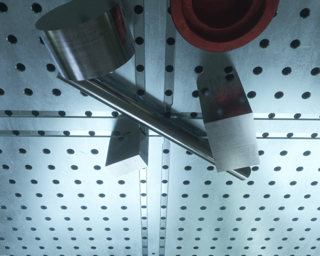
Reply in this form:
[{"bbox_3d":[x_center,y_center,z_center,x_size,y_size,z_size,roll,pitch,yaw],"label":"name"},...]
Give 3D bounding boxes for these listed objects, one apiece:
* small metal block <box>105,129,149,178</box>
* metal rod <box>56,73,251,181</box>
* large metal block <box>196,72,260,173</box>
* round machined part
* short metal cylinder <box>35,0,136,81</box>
[{"bbox_3d":[-0.044,0.035,0.424,0.050,0.050,0.025,-20,127,16],"label":"small metal block"},{"bbox_3d":[0.009,0.000,0.411,0.301,0.025,0.025,30,124,-23],"label":"metal rod"},{"bbox_3d":[0.081,-0.007,0.371,0.050,0.080,0.080,-13,129,10],"label":"large metal block"},{"bbox_3d":[0.058,-0.126,0.294,0.099,0.042,0.097,-1,130,0],"label":"round machined part"},{"bbox_3d":[-0.069,-0.089,0.299,0.080,0.080,0.050,-11,129,9],"label":"short metal cylinder"}]
